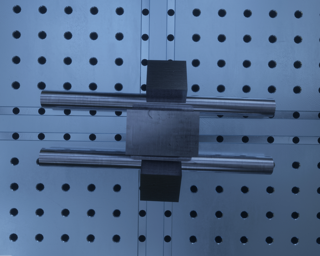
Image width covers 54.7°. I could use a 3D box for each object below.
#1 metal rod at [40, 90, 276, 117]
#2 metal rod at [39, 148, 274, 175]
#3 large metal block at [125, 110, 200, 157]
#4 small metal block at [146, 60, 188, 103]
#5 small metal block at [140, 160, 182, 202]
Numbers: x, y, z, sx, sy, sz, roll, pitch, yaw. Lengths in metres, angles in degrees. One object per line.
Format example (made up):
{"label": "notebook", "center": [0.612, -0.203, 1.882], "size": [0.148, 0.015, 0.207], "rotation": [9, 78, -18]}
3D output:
{"label": "metal rod", "center": [-0.002, -0.032, 0.409], "size": [0.302, 0.025, 0.025], "rotation": [2, 90, -1]}
{"label": "metal rod", "center": [-0.004, 0.044, 0.410], "size": [0.302, 0.025, 0.025], "rotation": [2, 90, -1]}
{"label": "large metal block", "center": [0.003, 0.006, 0.381], "size": [0.081, 0.080, 0.050], "rotation": [2, 90, 0]}
{"label": "small metal block", "center": [0.008, -0.060, 0.398], "size": [0.050, 0.025, 0.050], "rotation": [1, 56, -1]}
{"label": "small metal block", "center": [0.001, 0.068, 0.398], "size": [0.050, 0.025, 0.050], "rotation": [3, 128, -1]}
